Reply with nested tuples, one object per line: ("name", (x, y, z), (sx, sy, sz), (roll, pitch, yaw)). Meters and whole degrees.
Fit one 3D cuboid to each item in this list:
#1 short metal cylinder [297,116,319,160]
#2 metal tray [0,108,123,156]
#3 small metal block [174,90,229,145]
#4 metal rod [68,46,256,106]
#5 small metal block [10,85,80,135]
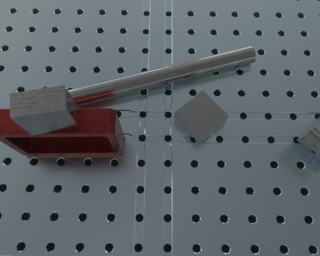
("short metal cylinder", (0.220, 0.004, 0.384), (0.080, 0.080, 0.050), (-41, 76, -14))
("metal tray", (-0.114, 0.008, 0.373), (0.131, 0.090, 0.030), (-1, 70, -1))
("small metal block", (0.055, -0.014, 0.418), (0.050, 0.025, 0.050), (-39, 75, -13))
("metal rod", (-0.011, -0.069, 0.436), (0.302, 0.025, 0.025), (-15, 71, -6))
("small metal block", (-0.112, -0.016, 0.306), (0.050, 0.050, 0.025), (-9, 71, -4))
